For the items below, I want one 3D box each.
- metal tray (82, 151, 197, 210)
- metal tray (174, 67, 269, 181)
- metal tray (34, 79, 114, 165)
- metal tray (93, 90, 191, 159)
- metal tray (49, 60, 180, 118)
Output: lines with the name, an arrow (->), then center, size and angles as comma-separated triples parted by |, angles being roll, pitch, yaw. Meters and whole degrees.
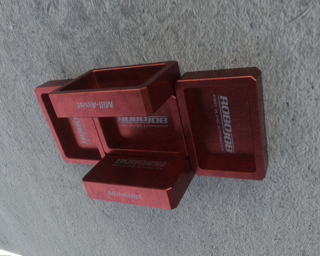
metal tray -> -0.025, 0.060, 0.413 | 0.130, 0.090, 0.030 | 1, 119, 27
metal tray -> 0.074, -0.002, 0.364 | 0.090, 0.030, 0.129 | 0, 119, 27
metal tray -> -0.123, -0.007, 0.463 | 0.090, 0.030, 0.129 | 0, 119, 27
metal tray -> -0.025, -0.007, 0.412 | 0.130, 0.030, 0.089 | 1, 119, 27
metal tray -> -0.051, -0.046, 0.363 | 0.130, 0.090, 0.030 | 0, 119, 27
